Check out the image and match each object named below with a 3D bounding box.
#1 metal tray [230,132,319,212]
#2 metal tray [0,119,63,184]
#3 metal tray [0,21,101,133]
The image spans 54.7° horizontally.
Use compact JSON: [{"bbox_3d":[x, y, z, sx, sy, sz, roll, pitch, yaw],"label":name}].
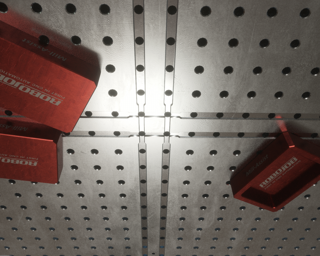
[{"bbox_3d":[0.182,0.072,0.472,0.091,0.030,0.129,23,126,-19],"label":"metal tray"},{"bbox_3d":[-0.207,0.032,0.433,0.131,0.030,0.089,8,130,-8],"label":"metal tray"},{"bbox_3d":[-0.147,-0.055,0.359,0.131,0.030,0.089,24,126,-20],"label":"metal tray"}]
